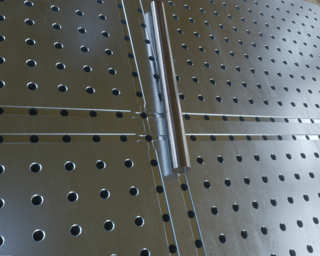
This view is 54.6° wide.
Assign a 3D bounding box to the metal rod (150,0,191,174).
[{"bbox_3d":[0.011,-0.078,0.460,0.025,0.025,0.299,7,59,-25],"label":"metal rod"}]
